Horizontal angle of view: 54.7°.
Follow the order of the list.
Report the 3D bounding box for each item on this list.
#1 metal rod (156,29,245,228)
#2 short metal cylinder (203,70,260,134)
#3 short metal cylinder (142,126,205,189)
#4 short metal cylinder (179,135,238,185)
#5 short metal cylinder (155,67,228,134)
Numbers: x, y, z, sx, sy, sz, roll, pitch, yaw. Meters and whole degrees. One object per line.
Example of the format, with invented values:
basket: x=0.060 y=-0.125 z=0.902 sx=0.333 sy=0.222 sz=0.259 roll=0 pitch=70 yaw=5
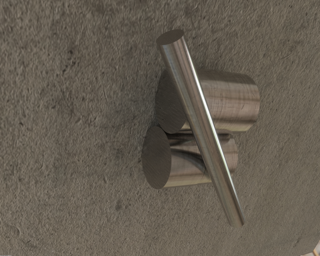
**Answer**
metal rod: x=0.060 y=0.028 z=0.355 sx=0.025 sy=0.025 sz=0.299 roll=-32 pitch=129 yaw=-8
short metal cylinder: x=0.079 y=-0.032 z=0.396 sx=0.050 sy=0.080 sz=0.079 roll=1 pitch=118 yaw=-29
short metal cylinder: x=0.016 y=0.038 z=0.405 sx=0.050 sy=0.080 sz=0.079 roll=1 pitch=118 yaw=-29
short metal cylinder: x=0.061 y=0.037 z=0.429 sx=0.050 sy=0.080 sz=0.079 roll=1 pitch=118 yaw=-29
short metal cylinder: x=0.035 y=-0.033 z=0.372 sx=0.050 sy=0.080 sz=0.079 roll=1 pitch=118 yaw=-29
